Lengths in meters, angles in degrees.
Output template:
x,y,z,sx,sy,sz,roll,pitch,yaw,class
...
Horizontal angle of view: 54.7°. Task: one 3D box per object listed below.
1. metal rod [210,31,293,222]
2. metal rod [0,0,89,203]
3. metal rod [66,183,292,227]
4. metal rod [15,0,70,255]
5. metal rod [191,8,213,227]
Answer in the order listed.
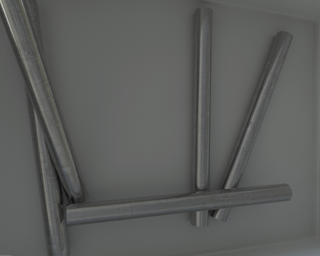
x,y,z,sx,sy,sz,roll,pitch,yaw,class
0.139,-0.007,0.463,0.025,0.025,0.299,25,82,-19,metal rod
-0.121,-0.046,0.309,0.025,0.025,0.298,-20,119,-19,metal rod
0.037,0.096,0.399,0.303,0.025,0.025,-1,91,-18,metal rod
-0.137,0.004,0.360,0.025,0.025,0.298,-8,93,-20,metal rod
0.058,-0.015,0.433,0.025,0.025,0.298,1,90,-20,metal rod
